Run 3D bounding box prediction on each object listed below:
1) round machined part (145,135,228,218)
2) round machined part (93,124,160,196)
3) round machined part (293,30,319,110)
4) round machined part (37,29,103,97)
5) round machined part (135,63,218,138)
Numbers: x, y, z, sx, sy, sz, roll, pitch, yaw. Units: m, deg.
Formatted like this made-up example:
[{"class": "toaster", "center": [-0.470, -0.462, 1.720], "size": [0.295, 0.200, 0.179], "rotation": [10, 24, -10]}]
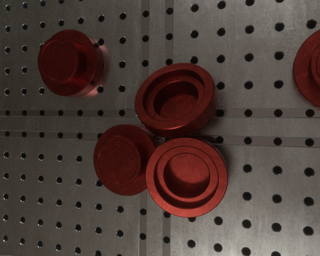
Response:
[{"class": "round machined part", "center": [0.034, 0.057, 0.386], "size": [0.098, 0.042, 0.097], "rotation": [1, 95, 11]}, {"class": "round machined part", "center": [-0.048, 0.043, 0.420], "size": [0.098, 0.042, 0.097], "rotation": [0, 90, 19]}, {"class": "round machined part", "center": [0.197, -0.066, 0.334], "size": [0.098, 0.042, 0.097], "rotation": [0, 90, 19]}, {"class": "round machined part", "center": [-0.136, -0.095, 0.450], "size": [0.098, 0.042, 0.097], "rotation": [0, 90, 19]}, {"class": "round machined part", "center": [0.022, -0.030, 0.380], "size": [0.098, 0.042, 0.098], "rotation": [-11, 55, 16]}]
